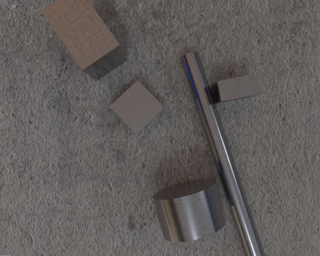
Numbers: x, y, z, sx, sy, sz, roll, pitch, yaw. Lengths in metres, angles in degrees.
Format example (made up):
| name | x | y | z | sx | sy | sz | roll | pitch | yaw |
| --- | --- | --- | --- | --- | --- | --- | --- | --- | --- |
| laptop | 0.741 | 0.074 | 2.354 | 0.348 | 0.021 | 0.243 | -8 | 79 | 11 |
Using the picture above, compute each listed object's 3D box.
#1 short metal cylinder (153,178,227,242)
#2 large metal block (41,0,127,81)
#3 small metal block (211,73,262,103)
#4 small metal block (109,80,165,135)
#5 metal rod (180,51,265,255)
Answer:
| name | x | y | z | sx | sy | sz | roll | pitch | yaw |
| --- | --- | --- | --- | --- | --- | --- | --- | --- | --- |
| short metal cylinder | 0.036 | 0.099 | 0.383 | 0.080 | 0.080 | 0.050 | -15 | 90 | 0 |
| large metal block | -0.088 | -0.111 | 0.381 | 0.050 | 0.080 | 0.080 | -35 | 90 | 0 |
| small metal block | 0.096 | -0.049 | 0.399 | 0.050 | 0.050 | 0.025 | -11 | 90 | 0 |
| small metal block | -0.029 | -0.027 | 0.410 | 0.050 | 0.025 | 0.050 | -44 | 91 | 0 |
| metal rod | 0.085 | 0.045 | 0.411 | 0.025 | 0.025 | 0.298 | -18 | 90 | 0 |
